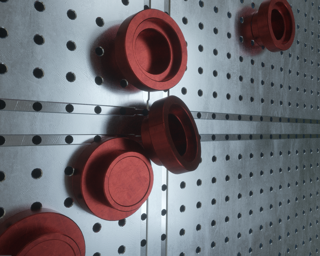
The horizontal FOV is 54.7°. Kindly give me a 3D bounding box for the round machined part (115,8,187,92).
[{"bbox_3d":[-0.015,-0.094,0.387,0.099,0.042,0.097,0,90,-40],"label":"round machined part"}]

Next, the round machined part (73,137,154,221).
[{"bbox_3d":[-0.046,0.059,0.361,0.099,0.042,0.097,0,90,-40],"label":"round machined part"}]

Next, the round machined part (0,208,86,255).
[{"bbox_3d":[-0.117,0.132,0.301,0.099,0.042,0.097,0,90,-40],"label":"round machined part"}]

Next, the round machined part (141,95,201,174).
[{"bbox_3d":[0.012,0.011,0.394,0.098,0.042,0.098,39,42,-47],"label":"round machined part"}]

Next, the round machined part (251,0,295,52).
[{"bbox_3d":[0.207,-0.189,0.575,0.099,0.042,0.097,0,90,-40],"label":"round machined part"}]
